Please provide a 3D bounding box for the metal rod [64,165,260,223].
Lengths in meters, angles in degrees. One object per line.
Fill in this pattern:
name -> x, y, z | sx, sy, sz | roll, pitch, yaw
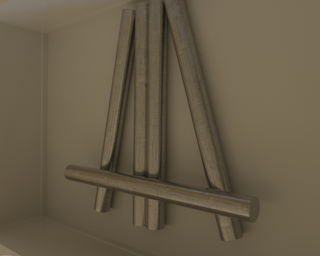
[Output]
metal rod -> -0.025, 0.074, 0.392 | 0.300, 0.025, 0.025 | 2, 91, 40

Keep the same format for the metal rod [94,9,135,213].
metal rod -> -0.065, -0.020, 0.460 | 0.025, 0.025, 0.298 | 16, 100, 39

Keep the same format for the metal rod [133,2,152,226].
metal rod -> -0.023, -0.018, 0.425 | 0.025, 0.025, 0.298 | 1, 91, 40

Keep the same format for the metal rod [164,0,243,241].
metal rod -> 0.048, -0.023, 0.366 | 0.025, 0.025, 0.299 | -20, 77, 38

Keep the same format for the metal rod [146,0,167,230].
metal rod -> -0.004, -0.018, 0.409 | 0.025, 0.025, 0.298 | 1, 91, 40
